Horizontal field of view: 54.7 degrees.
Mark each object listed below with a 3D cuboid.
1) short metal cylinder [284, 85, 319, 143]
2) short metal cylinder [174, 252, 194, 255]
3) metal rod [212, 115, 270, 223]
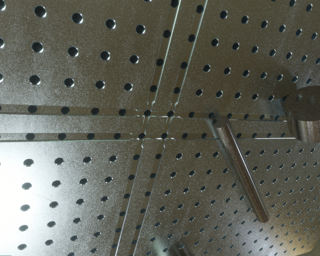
[{"bbox_3d":[0.244,-0.023,0.495,0.080,0.080,0.050,-35,129,-6],"label":"short metal cylinder"},{"bbox_3d":[0.044,0.289,0.598,0.081,0.050,0.079,-14,124,-21],"label":"short metal cylinder"},{"bbox_3d":[0.152,0.088,0.547,0.025,0.025,0.299,-36,129,-4],"label":"metal rod"}]
